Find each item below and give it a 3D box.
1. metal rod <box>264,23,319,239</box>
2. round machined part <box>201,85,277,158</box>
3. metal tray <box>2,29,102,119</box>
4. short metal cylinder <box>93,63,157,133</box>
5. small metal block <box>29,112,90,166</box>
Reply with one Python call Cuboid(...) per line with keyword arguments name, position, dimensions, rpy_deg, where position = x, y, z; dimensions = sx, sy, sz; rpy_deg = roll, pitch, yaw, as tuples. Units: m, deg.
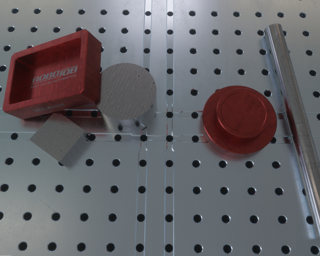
Cuboid(name="metal rod", position=(0.185, -0.010, 0.416), dimensions=(0.025, 0.025, 0.299), rpy_deg=(-5, 70, -2))
Cuboid(name="round machined part", position=(0.106, -0.013, 0.408), dimensions=(0.099, 0.042, 0.098), rpy_deg=(0, 70, 0))
Cuboid(name="metal tray", position=(-0.141, -0.068, 0.404), dimensions=(0.130, 0.030, 0.090), rpy_deg=(-10, 68, 22))
Cuboid(name="short metal cylinder", position=(-0.045, -0.039, 0.412), dimensions=(0.081, 0.050, 0.080), rpy_deg=(0, 70, 0))
Cuboid(name="small metal block", position=(-0.130, 0.013, 0.406), dimensions=(0.050, 0.025, 0.050), rpy_deg=(34, 73, 11))
